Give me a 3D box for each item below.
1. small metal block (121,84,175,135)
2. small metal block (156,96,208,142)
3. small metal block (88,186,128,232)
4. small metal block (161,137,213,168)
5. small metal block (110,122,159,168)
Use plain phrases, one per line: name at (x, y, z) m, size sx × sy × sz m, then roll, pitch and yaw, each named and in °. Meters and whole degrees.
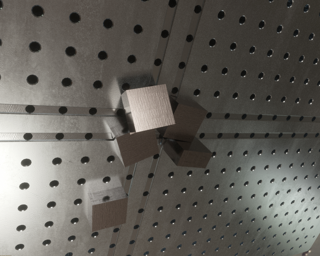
small metal block at (-0.015, -0.023, 0.375) m, size 0.050 × 0.025 × 0.050 m, roll -12°, pitch 87°, yaw -22°
small metal block at (0.029, -0.011, 0.422) m, size 0.050 × 0.025 × 0.050 m, roll 12°, pitch 112°, yaw -34°
small metal block at (-0.075, 0.116, 0.443) m, size 0.050 × 0.025 × 0.050 m, roll -7°, pitch 122°, yaw -25°
small metal block at (0.037, 0.031, 0.436) m, size 0.050 × 0.050 × 0.025 m, roll 9°, pitch 114°, yaw -33°
small metal block at (-0.032, 0.017, 0.405) m, size 0.050 × 0.025 × 0.050 m, roll -22°, pitch 127°, yaw -16°
